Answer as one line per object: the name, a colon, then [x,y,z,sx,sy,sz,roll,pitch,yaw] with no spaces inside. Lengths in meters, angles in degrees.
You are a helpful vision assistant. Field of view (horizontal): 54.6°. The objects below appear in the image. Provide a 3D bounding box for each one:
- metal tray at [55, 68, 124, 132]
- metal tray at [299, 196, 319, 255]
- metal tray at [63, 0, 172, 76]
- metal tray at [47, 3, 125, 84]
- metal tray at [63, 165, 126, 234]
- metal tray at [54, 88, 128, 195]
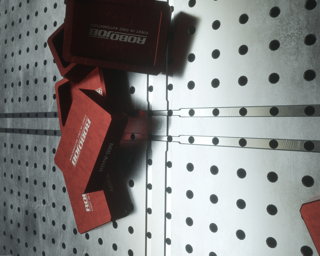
metal tray: [-0.119,-0.048,0.505,0.130,0.030,0.090,-16,80,39]
metal tray: [0.187,0.112,0.252,0.090,0.030,0.130,-30,71,36]
metal tray: [-0.055,-0.123,0.403,0.131,0.030,0.089,9,104,5]
metal tray: [-0.103,-0.140,0.461,0.130,0.030,0.090,-38,59,14]
metal tray: [-0.111,0.094,0.499,0.090,0.030,0.130,-32,70,35]
metal tray: [-0.105,0.019,0.454,0.090,0.030,0.129,36,112,34]
